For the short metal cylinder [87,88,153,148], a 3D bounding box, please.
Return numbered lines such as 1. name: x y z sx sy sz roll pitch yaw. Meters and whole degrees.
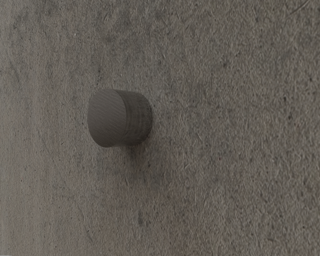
1. short metal cylinder: -0.057 -0.013 0.437 0.080 0.050 0.080 0 90 40
